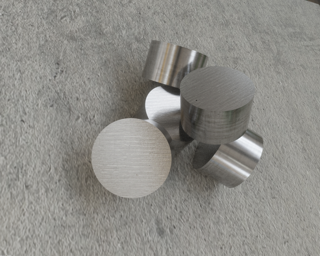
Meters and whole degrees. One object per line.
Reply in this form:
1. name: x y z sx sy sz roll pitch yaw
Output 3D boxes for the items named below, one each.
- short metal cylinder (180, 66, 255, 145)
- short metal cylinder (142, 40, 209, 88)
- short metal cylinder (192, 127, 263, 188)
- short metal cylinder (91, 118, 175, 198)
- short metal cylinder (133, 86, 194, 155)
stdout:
1. short metal cylinder: 0.063 -0.027 0.354 0.080 0.050 0.080 -2 45 2
2. short metal cylinder: 0.020 -0.083 0.423 0.081 0.080 0.050 13 100 -21
3. short metal cylinder: 0.085 0.029 0.397 0.050 0.080 0.080 31 52 -9
4. short metal cylinder: -0.026 0.029 0.331 0.080 0.050 0.079 0 92 6
5. short metal cylinder: 0.009 -0.007 0.398 0.081 0.050 0.080 14 55 -21
